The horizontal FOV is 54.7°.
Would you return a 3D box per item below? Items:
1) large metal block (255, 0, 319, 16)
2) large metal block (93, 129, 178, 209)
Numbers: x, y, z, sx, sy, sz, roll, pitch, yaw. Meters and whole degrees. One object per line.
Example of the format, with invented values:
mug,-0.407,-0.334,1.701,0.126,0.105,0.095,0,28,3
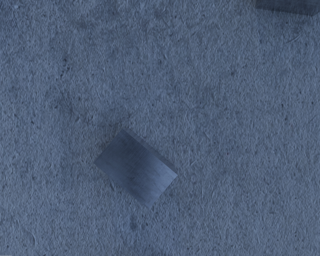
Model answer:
large metal block,0.176,-0.198,0.398,0.080,0.050,0.080,8,90,0
large metal block,-0.027,0.045,0.382,0.080,0.080,0.050,40,90,0
